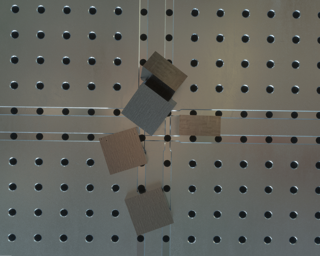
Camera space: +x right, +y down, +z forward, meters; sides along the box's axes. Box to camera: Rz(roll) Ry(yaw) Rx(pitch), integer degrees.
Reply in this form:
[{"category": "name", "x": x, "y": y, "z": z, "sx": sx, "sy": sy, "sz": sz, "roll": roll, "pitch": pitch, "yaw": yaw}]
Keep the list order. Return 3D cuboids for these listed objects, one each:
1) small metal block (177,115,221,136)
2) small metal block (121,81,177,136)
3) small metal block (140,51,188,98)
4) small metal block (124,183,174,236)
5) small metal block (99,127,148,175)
[{"category": "small metal block", "x": 0.049, "y": -0.003, "z": 0.402, "sx": 0.050, "sy": 0.050, "sz": 0.025, "roll": 2, "pitch": 90, "yaw": -1}, {"category": "small metal block", "x": -0.014, "y": -0.026, "z": 0.406, "sx": 0.050, "sy": 0.025, "sz": 0.050, "roll": 37, "pitch": 109, "yaw": -1}, {"category": "small metal block", "x": 0.004, "y": -0.066, "z": 0.399, "sx": 0.050, "sy": 0.050, "sz": 0.025, "roll": 38, "pitch": 80, "yaw": -1}, {"category": "small metal block", "x": -0.014, "y": 0.108, "z": 0.413, "sx": 0.050, "sy": 0.025, "sz": 0.050, "roll": -20, "pitch": 90, "yaw": -1}, {"category": "small metal block", "x": -0.048, "y": 0.030, "z": 0.413, "sx": 0.050, "sy": 0.025, "sz": 0.050, "roll": -17, "pitch": 90, "yaw": -1}]
